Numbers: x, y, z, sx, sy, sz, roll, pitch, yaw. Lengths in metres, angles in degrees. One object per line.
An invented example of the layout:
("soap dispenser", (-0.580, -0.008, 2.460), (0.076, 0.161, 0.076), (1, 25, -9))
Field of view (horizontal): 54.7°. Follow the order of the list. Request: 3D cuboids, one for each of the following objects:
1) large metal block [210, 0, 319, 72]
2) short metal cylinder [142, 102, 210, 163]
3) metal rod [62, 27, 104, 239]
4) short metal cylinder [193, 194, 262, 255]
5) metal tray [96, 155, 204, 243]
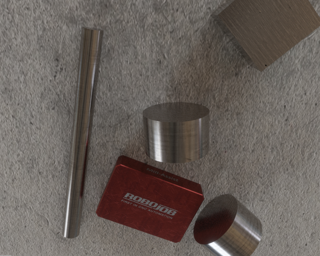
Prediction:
("large metal block", (0.118, -0.124, 0.352), (0.080, 0.050, 0.080), (-39, 106, 13))
("short metal cylinder", (0.020, 0.003, 0.382), (0.080, 0.080, 0.050), (-2, 110, 1))
("metal rod", (-0.107, 0.020, 0.416), (0.025, 0.025, 0.298), (10, 110, -4))
("short metal cylinder", (0.093, 0.140, 0.433), (0.050, 0.080, 0.080), (42, 105, -14))
("metal tray", (-0.014, 0.104, 0.445), (0.131, 0.030, 0.089), (22, 109, -8))
